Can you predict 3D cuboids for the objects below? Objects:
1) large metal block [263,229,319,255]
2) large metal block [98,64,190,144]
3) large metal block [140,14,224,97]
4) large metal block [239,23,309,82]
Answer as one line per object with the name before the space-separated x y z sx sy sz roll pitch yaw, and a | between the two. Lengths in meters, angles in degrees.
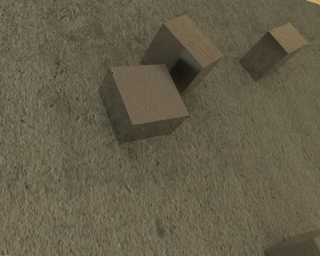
large metal block | 0.184 0.169 0.364 0.050 0.080 0.080 -10 67 -33
large metal block | -0.022 -0.032 0.395 0.081 0.050 0.080 -10 67 -33
large metal block | 0.029 -0.099 0.445 0.080 0.080 0.050 50 51 6
large metal block | 0.205 -0.137 0.562 0.081 0.080 0.050 -29 78 -37
